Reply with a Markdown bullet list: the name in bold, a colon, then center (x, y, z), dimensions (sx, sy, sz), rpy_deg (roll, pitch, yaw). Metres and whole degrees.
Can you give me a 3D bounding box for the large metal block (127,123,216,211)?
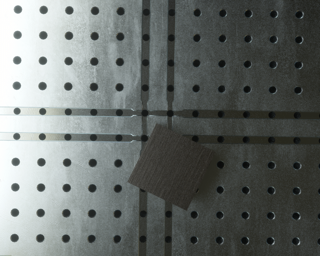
- **large metal block**: center (0.014, 0.047, 0.401), dimensions (0.080, 0.050, 0.080), rpy_deg (26, 90, 0)
